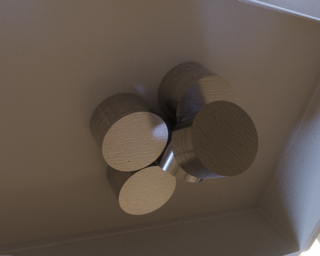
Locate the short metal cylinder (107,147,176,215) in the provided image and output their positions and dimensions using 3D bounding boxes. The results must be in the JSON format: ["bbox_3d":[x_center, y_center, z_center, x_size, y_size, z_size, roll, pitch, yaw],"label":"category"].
[{"bbox_3d":[-0.026,0.070,0.421,0.081,0.050,0.079,-14,125,-21],"label":"short metal cylinder"}]

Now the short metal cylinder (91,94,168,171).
[{"bbox_3d":[-0.037,0.005,0.374,0.081,0.050,0.079,-14,125,-21],"label":"short metal cylinder"}]

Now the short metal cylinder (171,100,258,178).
[{"bbox_3d":[0.059,0.015,0.343,0.081,0.050,0.080,5,77,-21],"label":"short metal cylinder"}]

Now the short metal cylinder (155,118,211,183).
[{"bbox_3d":[0.034,0.027,0.409,0.081,0.080,0.050,14,111,-34],"label":"short metal cylinder"}]

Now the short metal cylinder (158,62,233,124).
[{"bbox_3d":[0.045,-0.037,0.394,0.081,0.050,0.079,-14,125,-21],"label":"short metal cylinder"}]
